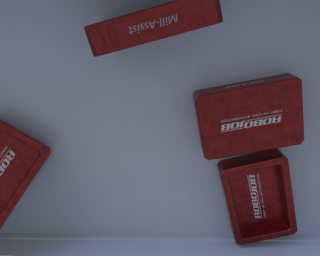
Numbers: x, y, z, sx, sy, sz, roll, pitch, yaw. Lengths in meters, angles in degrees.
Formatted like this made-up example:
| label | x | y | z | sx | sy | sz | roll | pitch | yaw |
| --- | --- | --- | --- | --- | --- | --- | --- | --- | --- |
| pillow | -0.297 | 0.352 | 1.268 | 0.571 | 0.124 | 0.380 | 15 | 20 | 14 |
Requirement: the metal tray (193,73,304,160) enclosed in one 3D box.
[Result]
| label | x | y | z | sx | sy | sz | roll | pitch | yaw |
| --- | --- | --- | --- | --- | --- | --- | --- | --- | --- |
| metal tray | 0.115 | -0.014 | 0.404 | 0.131 | 0.030 | 0.089 | -11 | 110 | 3 |

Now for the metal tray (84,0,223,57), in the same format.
| label | x | y | z | sx | sy | sz | roll | pitch | yaw |
| --- | --- | --- | --- | --- | --- | --- | --- | --- | --- |
| metal tray | -0.006 | -0.113 | 0.334 | 0.131 | 0.090 | 0.030 | -14 | 110 | 5 |

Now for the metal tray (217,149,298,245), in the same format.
| label | x | y | z | sx | sy | sz | roll | pitch | yaw |
| --- | --- | --- | --- | --- | --- | --- | --- | --- | --- |
| metal tray | 0.141 | 0.101 | 0.446 | 0.090 | 0.030 | 0.129 | -14 | 110 | 5 |

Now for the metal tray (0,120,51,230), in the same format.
| label | x | y | z | sx | sy | sz | roll | pitch | yaw |
| --- | --- | --- | --- | --- | --- | --- | --- | --- | --- |
| metal tray | -0.215 | 0.061 | 0.398 | 0.090 | 0.030 | 0.130 | 33 | 79 | -12 |
